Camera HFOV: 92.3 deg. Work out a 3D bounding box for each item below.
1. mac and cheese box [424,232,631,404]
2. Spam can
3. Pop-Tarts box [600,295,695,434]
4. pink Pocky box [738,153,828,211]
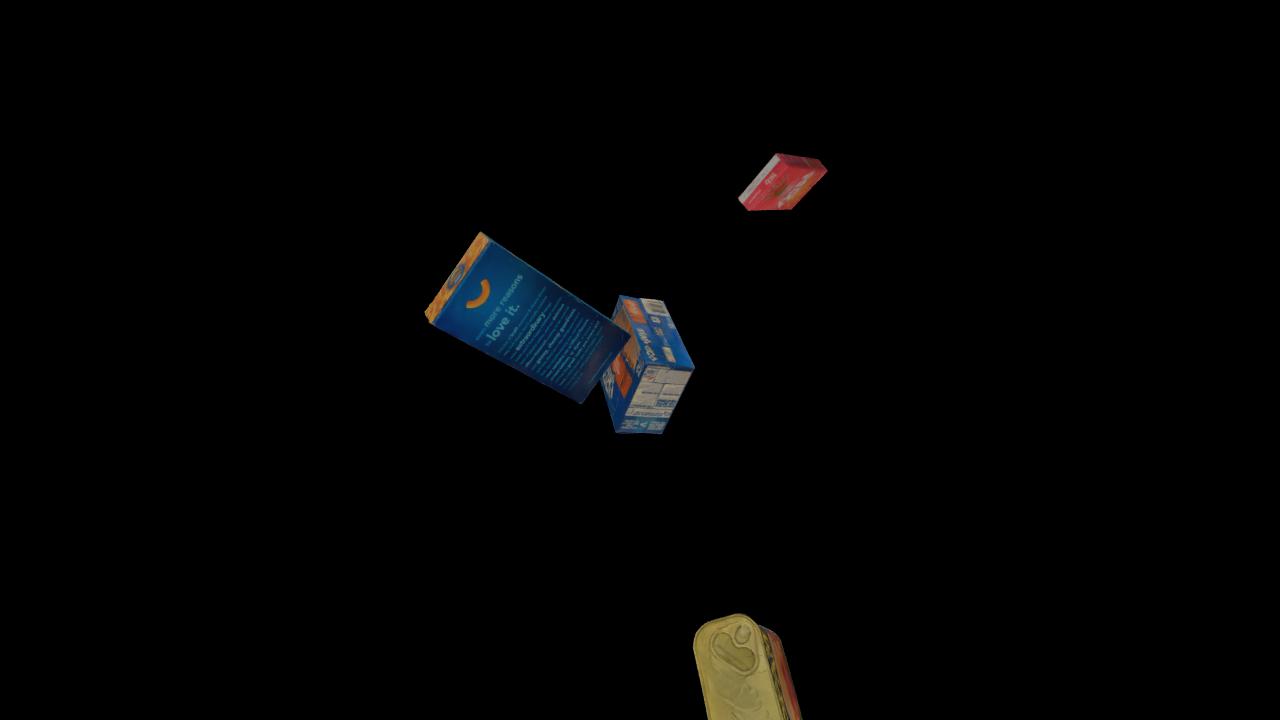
[{"bbox_3d":[-0.102,-0.034,0.597,0.184,0.093,0.041,34,5,-39],"label":"mac and cheese box"},{"bbox_3d":[0.090,0.267,0.498,0.058,0.101,0.085,-21,-36,15],"label":"Spam can"},{"bbox_3d":[0.000,0.007,0.950,0.083,0.141,0.167,6,38,-23],"label":"Pop-Tarts box"},{"bbox_3d":[0.214,-0.260,0.909,0.155,0.029,0.084,-19,-22,-51],"label":"pink Pocky box"}]
